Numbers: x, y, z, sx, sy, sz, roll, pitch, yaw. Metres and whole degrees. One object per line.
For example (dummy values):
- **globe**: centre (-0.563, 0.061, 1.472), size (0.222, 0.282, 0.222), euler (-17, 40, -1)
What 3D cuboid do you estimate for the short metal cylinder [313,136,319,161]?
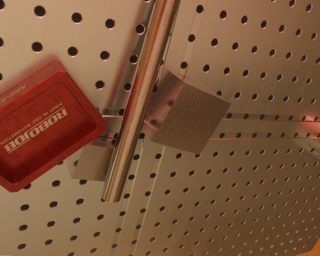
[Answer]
- **short metal cylinder**: centre (0.354, 0.041, 0.614), size (0.081, 0.050, 0.079), euler (-14, 124, -21)

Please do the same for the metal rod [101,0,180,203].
- **metal rod**: centre (-0.019, -0.050, 0.350), size (0.025, 0.025, 0.298), euler (8, 109, -32)

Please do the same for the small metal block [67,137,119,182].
- **small metal block**: centre (-0.082, 0.038, 0.390), size (0.050, 0.025, 0.050), euler (13, 112, -34)

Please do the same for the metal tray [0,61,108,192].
- **metal tray**: centre (-0.135, 0.001, 0.334), size (0.130, 0.030, 0.090), euler (-35, 129, -5)

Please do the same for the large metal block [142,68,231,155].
- **large metal block**: centre (0.030, -0.019, 0.400), size (0.081, 0.050, 0.080), euler (18, 109, -35)
